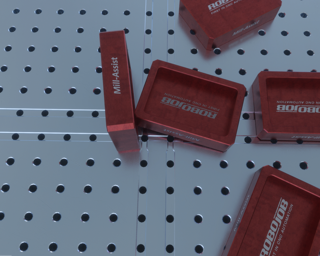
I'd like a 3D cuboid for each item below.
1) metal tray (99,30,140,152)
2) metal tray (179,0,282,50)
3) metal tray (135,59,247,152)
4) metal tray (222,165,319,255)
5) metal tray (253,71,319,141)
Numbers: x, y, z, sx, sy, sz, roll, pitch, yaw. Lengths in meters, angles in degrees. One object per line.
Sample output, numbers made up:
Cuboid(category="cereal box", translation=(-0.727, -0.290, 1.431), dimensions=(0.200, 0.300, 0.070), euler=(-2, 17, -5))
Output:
Cuboid(category="metal tray", translation=(-0.050, -0.044, 0.393), dimensions=(0.030, 0.090, 0.130), euler=(-7, 70, -2))
Cuboid(category="metal tray", translation=(0.106, -0.187, 0.478), dimensions=(0.131, 0.030, 0.090), euler=(-28, 73, -10))
Cuboid(category="metal tray", translation=(0.041, -0.031, 0.414), dimensions=(0.131, 0.030, 0.090), euler=(17, 69, 2))
Cuboid(category="metal tray", translation=(0.138, 0.121, 0.365), dimensions=(0.090, 0.030, 0.130), euler=(25, 72, 9))
Cuboid(category="metal tray", translation=(0.198, -0.030, 0.420), dimensions=(0.131, 0.030, 0.090), euler=(1, 70, 0))
